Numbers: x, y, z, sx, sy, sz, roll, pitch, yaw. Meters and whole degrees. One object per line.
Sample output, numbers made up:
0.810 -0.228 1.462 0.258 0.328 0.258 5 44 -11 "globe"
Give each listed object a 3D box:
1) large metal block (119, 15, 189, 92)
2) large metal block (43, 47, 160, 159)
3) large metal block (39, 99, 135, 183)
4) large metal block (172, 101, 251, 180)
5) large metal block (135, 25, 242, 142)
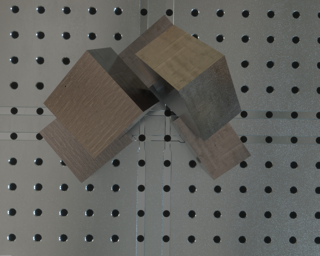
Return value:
-0.009 -0.082 0.384 0.080 0.080 0.050 -41 91 0 "large metal block"
-0.062 -0.028 0.334 0.080 0.050 0.080 -42 91 25 "large metal block"
-0.090 0.011 0.399 0.080 0.050 0.080 -39 91 0 "large metal block"
0.058 0.011 0.385 0.050 0.080 0.080 -34 90 0 "large metal block"
0.030 -0.046 0.315 0.050 0.080 0.080 -39 48 -5 "large metal block"
